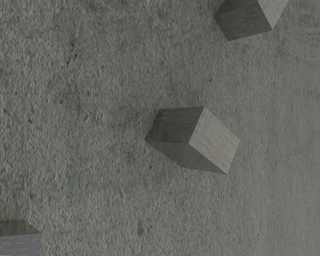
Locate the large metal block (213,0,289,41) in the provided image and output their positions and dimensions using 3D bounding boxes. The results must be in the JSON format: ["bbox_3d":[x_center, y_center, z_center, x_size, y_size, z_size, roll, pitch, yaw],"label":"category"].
[{"bbox_3d":[0.145,-0.191,0.490,0.050,0.080,0.080,48,62,-30],"label":"large metal block"}]

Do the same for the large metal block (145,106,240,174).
[{"bbox_3d":[0.042,0.016,0.404,0.080,0.080,0.050,38,67,-34],"label":"large metal block"}]

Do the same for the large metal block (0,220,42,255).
[{"bbox_3d":[-0.154,0.125,0.260,0.081,0.050,0.080,11,83,-40],"label":"large metal block"}]
